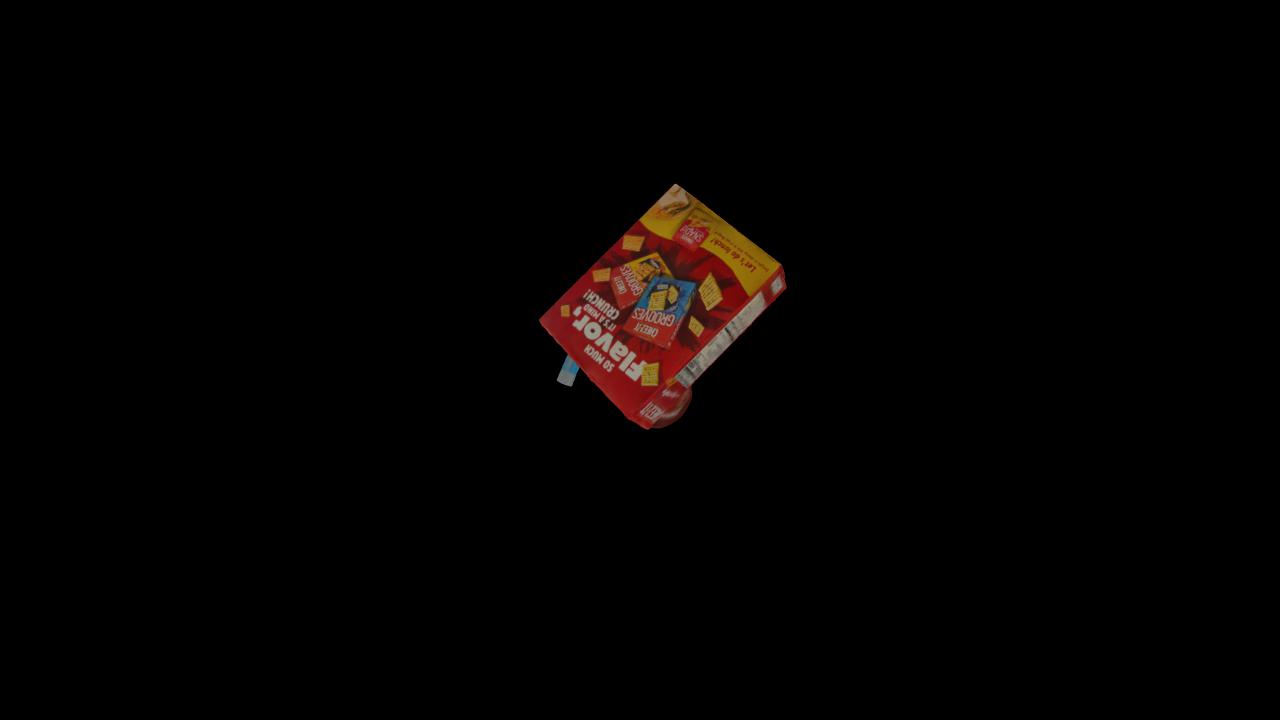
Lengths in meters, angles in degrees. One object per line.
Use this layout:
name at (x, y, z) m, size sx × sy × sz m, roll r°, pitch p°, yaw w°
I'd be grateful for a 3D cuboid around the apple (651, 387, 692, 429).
apple at (0.023, 0.044, 0.749) m, size 0.079 × 0.079 × 0.093 m, roll 0°, pitch -4°, yaw -15°

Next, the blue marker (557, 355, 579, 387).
blue marker at (-0.063, -0.029, 0.695) m, size 0.020 × 0.121 × 0.020 m, roll 23°, pitch 3°, yaw -1°

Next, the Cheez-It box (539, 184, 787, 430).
Cheez-It box at (0.024, -0.060, 0.675) m, size 0.166 × 0.223 × 0.071 m, roll 45°, pitch 1°, yaw 26°
